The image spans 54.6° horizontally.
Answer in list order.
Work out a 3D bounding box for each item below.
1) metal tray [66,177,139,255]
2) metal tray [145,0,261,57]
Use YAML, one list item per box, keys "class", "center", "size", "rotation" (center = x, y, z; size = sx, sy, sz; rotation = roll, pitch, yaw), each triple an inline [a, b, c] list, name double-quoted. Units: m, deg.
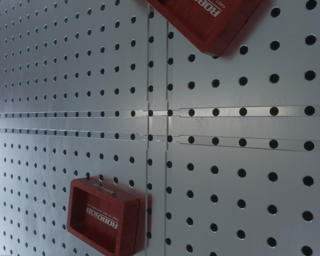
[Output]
- class: "metal tray"
  center: [-0.093, 0.138, 0.484]
  size: [0.130, 0.030, 0.089]
  rotation: [12, 98, 39]
- class: "metal tray"
  center: [0.046, -0.158, 0.368]
  size: [0.130, 0.030, 0.090]
  rotation: [51, 120, 27]
